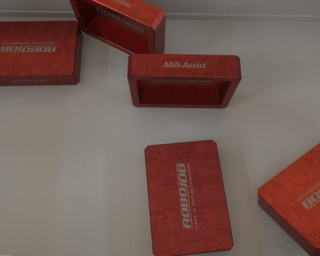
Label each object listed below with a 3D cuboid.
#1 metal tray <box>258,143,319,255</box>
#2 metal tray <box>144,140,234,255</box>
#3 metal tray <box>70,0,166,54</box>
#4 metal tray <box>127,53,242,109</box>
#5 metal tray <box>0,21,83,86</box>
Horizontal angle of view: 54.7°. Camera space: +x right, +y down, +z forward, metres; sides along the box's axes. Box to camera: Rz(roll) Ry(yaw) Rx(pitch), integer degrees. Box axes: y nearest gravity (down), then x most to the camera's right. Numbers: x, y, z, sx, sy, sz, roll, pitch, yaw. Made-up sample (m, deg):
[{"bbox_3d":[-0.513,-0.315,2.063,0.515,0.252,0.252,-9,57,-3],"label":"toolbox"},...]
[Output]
[{"bbox_3d":[0.194,0.075,0.363,0.131,0.030,0.090,-33,48,-12],"label":"metal tray"},{"bbox_3d":[0.031,0.083,0.377,0.091,0.030,0.129,-5,70,-2],"label":"metal tray"},{"bbox_3d":[-0.057,-0.146,0.427,0.130,0.090,0.030,27,72,9],"label":"metal tray"},{"bbox_3d":[0.028,-0.057,0.396,0.131,0.090,0.030,1,70,0],"label":"metal tray"},{"bbox_3d":[-0.182,-0.107,0.444,0.131,0.030,0.090,-1,70,-1],"label":"metal tray"}]
